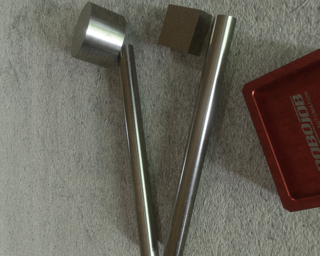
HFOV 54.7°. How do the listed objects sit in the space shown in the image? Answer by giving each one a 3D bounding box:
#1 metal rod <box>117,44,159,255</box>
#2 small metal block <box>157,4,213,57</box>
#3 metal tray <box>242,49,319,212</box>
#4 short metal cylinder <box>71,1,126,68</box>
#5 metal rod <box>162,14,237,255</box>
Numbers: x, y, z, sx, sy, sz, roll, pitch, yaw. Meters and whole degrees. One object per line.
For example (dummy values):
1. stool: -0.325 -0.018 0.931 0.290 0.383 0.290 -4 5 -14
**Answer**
1. metal rod: -0.032 0.031 0.431 0.025 0.025 0.298 -12 82 39
2. small metal block: 0.030 -0.120 0.380 0.050 0.025 0.050 28 107 36
3. metal tray: 0.140 0.003 0.285 0.090 0.030 0.129 -25 74 37
4. short metal cylinder: -0.090 -0.132 0.445 0.080 0.050 0.080 -31 52 51
5. metal rod: 0.044 0.021 0.368 0.025 0.025 0.298 19 102 38
